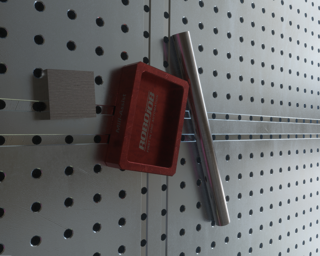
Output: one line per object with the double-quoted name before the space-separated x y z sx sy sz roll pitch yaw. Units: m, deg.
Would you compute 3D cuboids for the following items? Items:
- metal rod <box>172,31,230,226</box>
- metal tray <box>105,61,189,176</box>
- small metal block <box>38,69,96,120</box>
"metal rod" 0.064 0.009 0.465 0.025 0.025 0.298 -23 105 -38
"metal tray" -0.013 -0.008 0.396 0.091 0.030 0.129 16 80 -39
"small metal block" -0.098 -0.035 0.329 0.050 0.025 0.050 -5 93 -40
